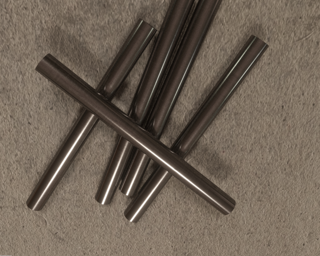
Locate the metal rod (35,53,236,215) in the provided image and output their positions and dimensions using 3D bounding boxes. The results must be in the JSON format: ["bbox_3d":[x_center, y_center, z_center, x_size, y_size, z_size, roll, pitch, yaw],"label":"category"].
[{"bbox_3d":[-0.020,0.016,0.387,0.301,0.025,0.025,39,105,-14],"label":"metal rod"}]

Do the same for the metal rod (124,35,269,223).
[{"bbox_3d":[0.039,0.012,0.414,0.025,0.025,0.299,31,107,-11],"label":"metal rod"}]

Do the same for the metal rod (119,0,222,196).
[{"bbox_3d":[0.011,-0.040,0.395,0.025,0.025,0.298,21,109,-8],"label":"metal rod"}]

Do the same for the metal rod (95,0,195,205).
[{"bbox_3d":[-0.025,-0.027,0.399,0.025,0.025,0.298,21,109,-8],"label":"metal rod"}]

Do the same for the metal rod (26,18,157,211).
[{"bbox_3d":[-0.097,-0.006,0.406,0.025,0.025,0.299,32,107,-12],"label":"metal rod"}]
